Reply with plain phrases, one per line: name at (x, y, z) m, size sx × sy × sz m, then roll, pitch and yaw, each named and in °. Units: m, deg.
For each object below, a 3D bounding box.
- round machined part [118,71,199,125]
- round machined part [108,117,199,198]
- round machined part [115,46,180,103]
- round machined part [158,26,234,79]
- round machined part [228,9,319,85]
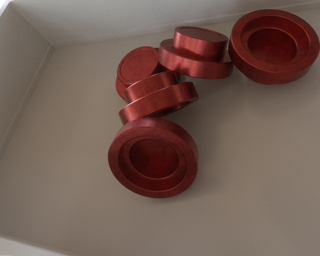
round machined part at (-0.006, -0.037, 0.379) m, size 0.098 × 0.098 × 0.042 m, roll -23°, pitch 87°, yaw 14°
round machined part at (-0.005, 0.029, 0.351) m, size 0.098 × 0.098 × 0.042 m, roll -15°, pitch 27°, yaw 19°
round machined part at (-0.024, -0.081, 0.455) m, size 0.098 × 0.042 × 0.098 m, roll -13°, pitch 56°, yaw 20°
round machined part at (0.049, -0.100, 0.395) m, size 0.099 × 0.042 × 0.098 m, roll 8°, pitch 29°, yaw -4°
round machined part at (0.130, -0.091, 0.367) m, size 0.099 × 0.042 × 0.098 m, roll 0°, pitch 62°, yaw 1°
